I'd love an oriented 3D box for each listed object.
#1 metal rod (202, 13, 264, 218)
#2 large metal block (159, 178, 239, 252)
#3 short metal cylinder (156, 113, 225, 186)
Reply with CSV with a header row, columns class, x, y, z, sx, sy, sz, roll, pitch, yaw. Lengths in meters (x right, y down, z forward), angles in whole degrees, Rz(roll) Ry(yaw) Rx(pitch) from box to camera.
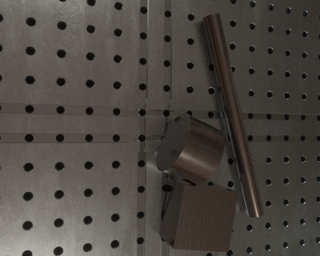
class,x,y,z,sx,sy,sz,roll,pitch,yaw
metal rod,0.109,-0.014,0.454,0.025,0.025,0.298,-16,96,-20
large metal block,0.052,0.117,0.420,0.081,0.050,0.080,12,86,-20
short metal cylinder,0.038,0.027,0.399,0.050,0.080,0.080,26,81,-19
